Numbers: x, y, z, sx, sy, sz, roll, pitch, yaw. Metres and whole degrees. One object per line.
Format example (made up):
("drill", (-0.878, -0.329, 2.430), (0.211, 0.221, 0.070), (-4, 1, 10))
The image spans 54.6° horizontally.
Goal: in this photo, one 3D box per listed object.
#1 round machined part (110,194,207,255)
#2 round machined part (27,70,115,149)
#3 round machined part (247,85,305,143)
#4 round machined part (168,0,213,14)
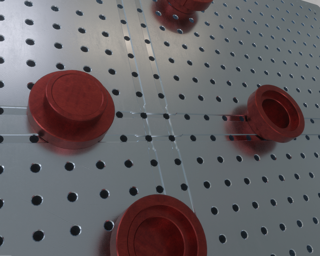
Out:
("round machined part", (-0.004, 0.122, 0.320), (0.099, 0.042, 0.098), (13, 56, -21))
("round machined part", (-0.100, -0.028, 0.361), (0.099, 0.042, 0.098), (13, 56, -21))
("round machined part", (0.182, -0.019, 0.506), (0.099, 0.042, 0.098), (13, 56, -21))
("round machined part", (0.050, -0.253, 0.578), (0.099, 0.042, 0.098), (13, 56, -21))
